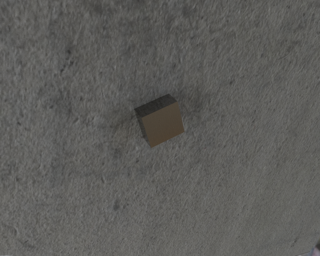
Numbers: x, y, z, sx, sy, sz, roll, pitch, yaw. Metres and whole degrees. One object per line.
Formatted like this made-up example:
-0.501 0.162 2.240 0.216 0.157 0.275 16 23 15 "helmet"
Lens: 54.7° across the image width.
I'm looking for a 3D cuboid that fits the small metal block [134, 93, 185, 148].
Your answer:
0.000 -0.009 0.403 0.050 0.025 0.050 -26 128 -13 "small metal block"
